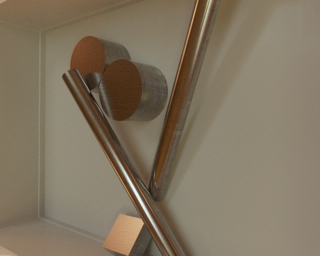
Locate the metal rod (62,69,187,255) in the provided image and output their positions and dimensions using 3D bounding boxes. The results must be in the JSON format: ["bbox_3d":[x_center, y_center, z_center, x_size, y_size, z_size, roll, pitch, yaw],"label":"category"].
[{"bbox_3d":[-0.049,0.048,0.402,0.025,0.025,0.299,-41,74,32],"label":"metal rod"}]

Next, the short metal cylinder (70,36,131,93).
[{"bbox_3d":[-0.089,-0.091,0.461,0.080,0.050,0.079,0,90,40],"label":"short metal cylinder"}]

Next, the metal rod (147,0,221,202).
[{"bbox_3d":[0.026,-0.041,0.351,0.025,0.025,0.298,33,120,35],"label":"metal rod"}]

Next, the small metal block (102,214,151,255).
[{"bbox_3d":[-0.043,0.150,0.422,0.050,0.025,0.050,-1,48,39],"label":"small metal block"}]

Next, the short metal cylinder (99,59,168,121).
[{"bbox_3d":[-0.036,-0.049,0.418,0.080,0.050,0.079,0,90,39],"label":"short metal cylinder"}]
